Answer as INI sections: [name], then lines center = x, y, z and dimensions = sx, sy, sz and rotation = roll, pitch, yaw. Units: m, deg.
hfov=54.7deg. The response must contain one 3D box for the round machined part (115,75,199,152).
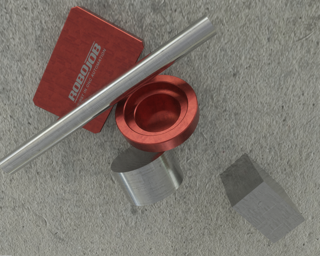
[round machined part]
center = -0.001, -0.014, 0.376
dimensions = 0.098, 0.098, 0.042
rotation = -15, 147, 5

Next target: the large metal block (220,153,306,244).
[large metal block]
center = 0.133, 0.091, 0.416
dimensions = 0.080, 0.080, 0.050
rotation = 42, 105, -14

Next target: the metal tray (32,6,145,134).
[metal tray]
center = -0.087, -0.068, 0.381
dimensions = 0.090, 0.030, 0.129
rotation = 27, 108, -10

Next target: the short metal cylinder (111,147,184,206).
[short metal cylinder]
center = -0.016, 0.054, 0.400
dimensions = 0.080, 0.080, 0.050
rotation = -22, 109, 7

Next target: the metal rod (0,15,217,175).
[metal rod]
center = -0.069, -0.032, 0.364
dimensions = 0.300, 0.025, 0.025
rotation = -33, 107, 11
